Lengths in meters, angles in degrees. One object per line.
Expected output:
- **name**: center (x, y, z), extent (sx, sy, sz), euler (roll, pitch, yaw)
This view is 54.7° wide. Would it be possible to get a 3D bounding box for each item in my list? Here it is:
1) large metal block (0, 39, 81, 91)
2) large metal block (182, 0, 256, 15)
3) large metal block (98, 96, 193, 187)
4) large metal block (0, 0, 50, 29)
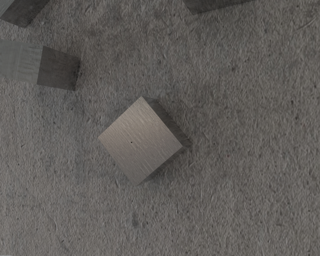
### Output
- **large metal block**: center (-0.175, -0.088, 0.441), extent (0.080, 0.080, 0.050), euler (13, 95, 19)
- **large metal block**: center (0.068, -0.192, 0.372), extent (0.080, 0.050, 0.080), euler (-7, 88, 20)
- **large metal block**: center (-0.018, 0.017, 0.402), extent (0.080, 0.050, 0.080), euler (-42, 77, 15)
- **large metal block**: center (-0.221, -0.216, 0.474), extent (0.080, 0.050, 0.080), euler (-40, 77, 15)
